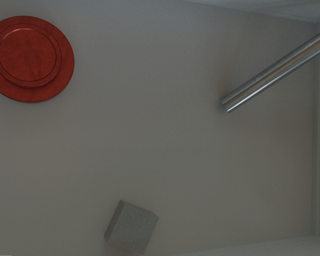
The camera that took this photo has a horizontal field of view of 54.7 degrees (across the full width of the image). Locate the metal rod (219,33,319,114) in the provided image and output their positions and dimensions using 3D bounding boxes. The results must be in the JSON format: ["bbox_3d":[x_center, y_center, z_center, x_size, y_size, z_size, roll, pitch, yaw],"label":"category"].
[{"bbox_3d":[0.215,-0.114,0.420,0.300,0.025,0.025,-34,103,11],"label":"metal rod"}]

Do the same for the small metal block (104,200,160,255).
[{"bbox_3d":[-0.036,0.127,0.398,0.050,0.025,0.050,27,81,-19],"label":"small metal block"}]

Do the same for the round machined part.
[{"bbox_3d":[-0.147,-0.077,0.347,0.099,0.042,0.097,0,90,-21],"label":"round machined part"}]
